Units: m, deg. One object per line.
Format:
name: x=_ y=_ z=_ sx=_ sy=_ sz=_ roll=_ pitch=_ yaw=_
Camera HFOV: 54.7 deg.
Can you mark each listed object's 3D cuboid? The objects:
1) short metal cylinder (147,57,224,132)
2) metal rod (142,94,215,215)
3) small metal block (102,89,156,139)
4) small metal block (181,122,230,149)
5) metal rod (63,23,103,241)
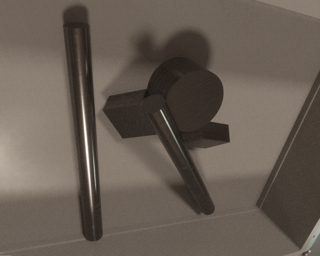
short metal cylinder: x=0.031 y=-0.042 z=0.385 sx=0.081 sy=0.050 sz=0.079 roll=-14 pitch=124 yaw=-21
metal rod: x=0.039 y=0.058 z=0.430 sx=0.025 sy=0.025 sz=0.299 roll=-35 pitch=141 yaw=-5
small metal block: x=-0.031 y=-0.015 z=0.367 sx=0.050 sy=0.025 sz=0.050 roll=-7 pitch=134 yaw=25
small metal block: x=0.060 y=0.010 z=0.431 sx=0.050 sy=0.050 sz=0.025 roll=8 pitch=72 yaw=-33
metal rod: x=-0.089 y=0.028 z=0.378 sx=0.025 sy=0.025 sz=0.298 roll=-11 pitch=123 yaw=-23
